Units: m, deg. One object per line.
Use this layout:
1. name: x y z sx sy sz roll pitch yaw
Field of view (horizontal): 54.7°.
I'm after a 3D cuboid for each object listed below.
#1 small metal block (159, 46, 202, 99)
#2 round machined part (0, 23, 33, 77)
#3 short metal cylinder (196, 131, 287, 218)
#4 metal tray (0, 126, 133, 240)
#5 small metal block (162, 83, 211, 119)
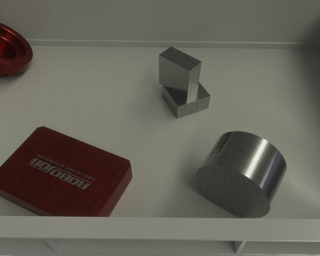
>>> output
1. small metal block: 0.026 -0.074 0.419 0.050 0.050 0.025 33 58 24
2. round machined part: -0.249 -0.115 0.467 0.098 0.042 0.098 31 33 -22
3. short metal cylinder: 0.085 0.050 0.329 0.080 0.080 0.050 26 55 20
4. metal tray: -0.109 0.057 0.352 0.130 0.030 0.090 20 53 15
5. small metal block: 0.036 -0.046 0.444 0.050 0.025 0.050 -19 53 -16
